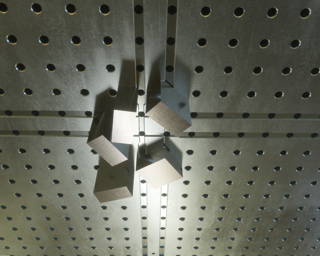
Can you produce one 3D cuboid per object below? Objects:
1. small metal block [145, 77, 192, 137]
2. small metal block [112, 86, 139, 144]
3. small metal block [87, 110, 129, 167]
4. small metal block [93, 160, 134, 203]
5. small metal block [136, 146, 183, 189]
[{"bbox_3d":[0.010,-0.026,0.374,0.050,0.050,0.025,36,121,-27],"label":"small metal block"},{"bbox_3d":[-0.043,-0.016,0.381,0.025,0.050,0.050,7,130,-6],"label":"small metal block"},{"bbox_3d":[-0.065,0.013,0.406,0.025,0.050,0.050,-27,126,20],"label":"small metal block"},{"bbox_3d":[-0.067,0.080,0.462,0.050,0.050,0.025,-13,129,11],"label":"small metal block"},{"bbox_3d":[-0.001,0.060,0.463,0.050,0.025,0.050,-26,126,20],"label":"small metal block"}]
